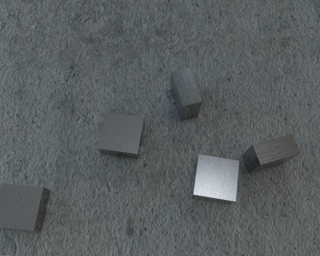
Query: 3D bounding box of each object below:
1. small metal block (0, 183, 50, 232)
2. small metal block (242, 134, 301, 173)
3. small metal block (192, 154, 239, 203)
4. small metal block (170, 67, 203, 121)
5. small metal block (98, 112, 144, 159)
[{"bbox_3d":[-0.166,0.096,0.372,0.050,0.025,0.050,5,70,2],"label":"small metal block"},{"bbox_3d":[0.136,0.033,0.384,0.050,0.050,0.025,-15,71,-5],"label":"small metal block"},{"bbox_3d":[0.069,0.064,0.385,0.050,0.025,0.050,9,70,3],"label":"small metal block"},{"bbox_3d":[0.033,-0.044,0.411,0.025,0.050,0.050,-15,71,-5],"label":"small metal block"},{"bbox_3d":[-0.049,0.010,0.404,0.050,0.025,0.050,8,70,3],"label":"small metal block"}]
